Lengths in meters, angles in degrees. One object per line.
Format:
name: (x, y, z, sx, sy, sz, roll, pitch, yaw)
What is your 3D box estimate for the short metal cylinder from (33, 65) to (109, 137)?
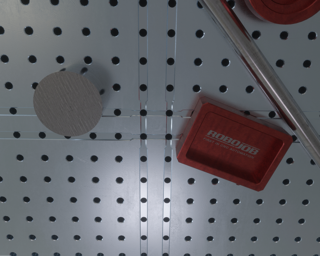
short metal cylinder: (-0.108, -0.036, 0.386, 0.081, 0.050, 0.079, 0, 110, 0)

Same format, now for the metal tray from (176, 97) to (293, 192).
metal tray: (0.098, 0.023, 0.420, 0.131, 0.030, 0.089, 21, 109, -8)

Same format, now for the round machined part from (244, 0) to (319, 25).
round machined part: (0.139, -0.167, 0.344, 0.099, 0.042, 0.097, 0, 110, 0)

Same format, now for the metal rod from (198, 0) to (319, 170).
metal rod: (0.146, -0.050, 0.396, 0.025, 0.025, 0.300, -38, 106, 12)
